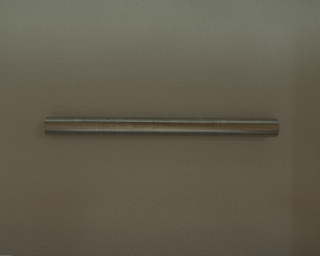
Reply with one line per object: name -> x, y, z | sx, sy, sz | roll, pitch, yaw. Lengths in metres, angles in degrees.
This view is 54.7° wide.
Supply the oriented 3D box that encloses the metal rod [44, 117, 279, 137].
metal rod -> 0.003, -0.001, 0.409 | 0.302, 0.025, 0.025 | 0, 90, -1
